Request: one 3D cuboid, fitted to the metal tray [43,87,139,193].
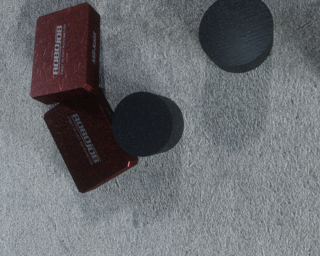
[{"bbox_3d":[-0.100,0.015,0.442,0.090,0.030,0.130,-32,80,17],"label":"metal tray"}]

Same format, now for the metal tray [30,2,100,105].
[{"bbox_3d":[-0.132,-0.104,0.436,0.090,0.030,0.129,-8,72,19],"label":"metal tray"}]

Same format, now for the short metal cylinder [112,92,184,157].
[{"bbox_3d":[-0.014,-0.005,0.401,0.080,0.050,0.079,0,90,20],"label":"short metal cylinder"}]

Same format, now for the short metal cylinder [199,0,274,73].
[{"bbox_3d":[0.091,-0.108,0.364,0.080,0.050,0.079,0,90,20],"label":"short metal cylinder"}]
